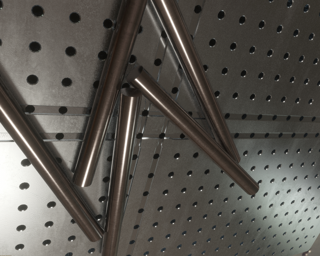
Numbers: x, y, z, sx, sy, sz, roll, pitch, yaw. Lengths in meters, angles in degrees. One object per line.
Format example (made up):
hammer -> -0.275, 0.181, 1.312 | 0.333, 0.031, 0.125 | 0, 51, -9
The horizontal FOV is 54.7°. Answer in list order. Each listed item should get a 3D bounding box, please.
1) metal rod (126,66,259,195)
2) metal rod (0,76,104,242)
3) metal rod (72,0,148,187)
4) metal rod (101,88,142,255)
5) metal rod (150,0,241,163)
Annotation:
metal rod -> 0.064, 0.020, 0.442 | 0.025, 0.025, 0.300 | -46, 124, 4
metal rod -> -0.133, 0.045, 0.366 | 0.025, 0.025, 0.299 | -28, 128, -11
metal rod -> -0.051, -0.062, 0.345 | 0.025, 0.025, 0.298 | 7, 115, -32
metal rod -> -0.058, 0.086, 0.424 | 0.025, 0.025, 0.298 | -5, 124, -26
metal rod -> 0.060, -0.046, 0.417 | 0.025, 0.025, 0.299 | -36, 130, -5
